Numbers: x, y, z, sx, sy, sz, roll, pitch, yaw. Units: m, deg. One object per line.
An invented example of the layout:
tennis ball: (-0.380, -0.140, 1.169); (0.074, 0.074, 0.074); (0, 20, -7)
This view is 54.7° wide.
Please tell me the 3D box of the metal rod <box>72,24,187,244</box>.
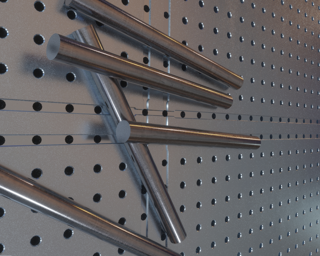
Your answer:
metal rod: (-0.030, 0.022, 0.385); (0.025, 0.025, 0.299); (-36, 112, -34)

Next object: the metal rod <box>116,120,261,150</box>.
metal rod: (0.064, 0.015, 0.446); (0.302, 0.025, 0.025); (6, 86, -46)

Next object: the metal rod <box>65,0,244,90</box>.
metal rod: (0.017, -0.109, 0.425); (0.302, 0.025, 0.025); (17, 80, -39)

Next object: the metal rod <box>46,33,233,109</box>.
metal rod: (0.005, -0.058, 0.392); (0.302, 0.025, 0.025); (9, 85, -47)

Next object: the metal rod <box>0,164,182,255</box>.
metal rod: (-0.074, 0.108, 0.349); (0.301, 0.025, 0.025); (39, 66, -33)
